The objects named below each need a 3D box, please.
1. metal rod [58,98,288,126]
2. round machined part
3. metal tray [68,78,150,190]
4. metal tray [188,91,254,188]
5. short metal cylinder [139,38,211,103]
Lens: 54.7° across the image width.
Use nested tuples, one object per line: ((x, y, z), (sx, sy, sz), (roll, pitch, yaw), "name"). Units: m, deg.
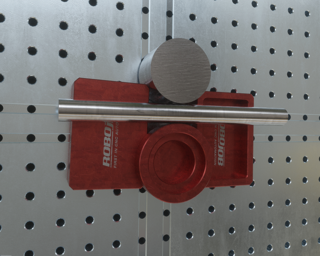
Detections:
((0.032, -0.018, 0.388), (0.303, 0.025, 0.025), (1, 90, -20), "metal rod")
((0.015, 0.043, 0.396), (0.099, 0.042, 0.097), (0, 90, -20), "round machined part")
((-0.063, 0.008, 0.382), (0.091, 0.030, 0.129), (3, 89, -20), "metal tray")
((0.086, 0.016, 0.437), (0.091, 0.030, 0.129), (1, 90, -20), "metal tray")
((0.018, -0.070, 0.402), (0.081, 0.050, 0.079), (0, 90, -20), "short metal cylinder")
